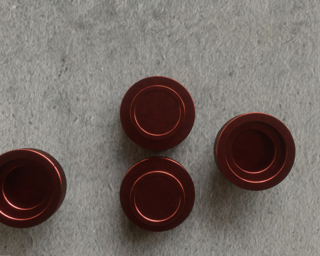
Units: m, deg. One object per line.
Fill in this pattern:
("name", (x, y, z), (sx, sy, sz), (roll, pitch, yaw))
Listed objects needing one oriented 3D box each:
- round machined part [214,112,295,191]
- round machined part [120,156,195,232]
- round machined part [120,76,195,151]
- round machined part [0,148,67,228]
("round machined part", (0.119, 0.029, 0.403), (0.099, 0.042, 0.097), (0, 90, -1))
("round machined part", (-0.003, 0.087, 0.402), (0.099, 0.042, 0.097), (0, 90, -1))
("round machined part", (-0.003, -0.019, 0.401), (0.099, 0.042, 0.097), (0, 90, -1))
("round machined part", (-0.169, 0.074, 0.399), (0.099, 0.042, 0.097), (0, 90, -1))
